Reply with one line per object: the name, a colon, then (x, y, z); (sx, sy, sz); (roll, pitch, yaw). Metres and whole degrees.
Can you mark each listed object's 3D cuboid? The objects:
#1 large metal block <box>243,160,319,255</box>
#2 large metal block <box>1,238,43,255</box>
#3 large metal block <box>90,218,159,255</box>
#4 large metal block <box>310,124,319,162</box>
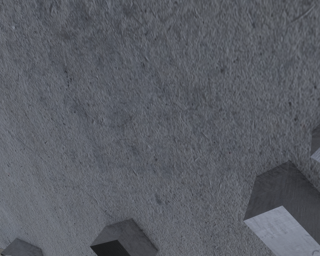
large metal block: (0.149, 0.098, 0.353); (0.080, 0.080, 0.050); (47, 129, -5)
large metal block: (-0.339, 0.334, 0.777); (0.080, 0.050, 0.079); (13, 124, 21)
large metal block: (-0.065, 0.218, 0.560); (0.080, 0.050, 0.080); (-28, 103, 37)
large metal block: (0.203, 0.009, 0.289); (0.080, 0.050, 0.079); (32, 129, 7)
